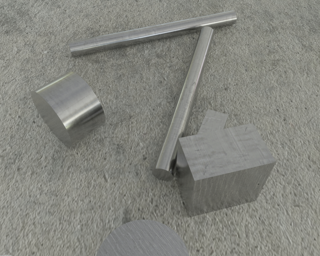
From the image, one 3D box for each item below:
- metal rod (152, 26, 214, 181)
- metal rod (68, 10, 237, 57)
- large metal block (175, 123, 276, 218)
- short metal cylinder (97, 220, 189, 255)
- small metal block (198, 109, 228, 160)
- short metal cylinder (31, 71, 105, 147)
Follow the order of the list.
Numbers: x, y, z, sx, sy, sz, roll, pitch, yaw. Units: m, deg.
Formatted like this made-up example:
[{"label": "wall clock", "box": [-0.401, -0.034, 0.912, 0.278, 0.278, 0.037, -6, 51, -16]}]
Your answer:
[{"label": "metal rod", "box": [0.043, -0.057, 0.451, 0.025, 0.025, 0.300, 12, 51, 10]}, {"label": "metal rod", "box": [-0.006, -0.168, 0.543, 0.302, 0.025, 0.025, -15, 52, -13]}, {"label": "large metal block", "box": [0.064, 0.046, 0.329, 0.081, 0.080, 0.050, -11, 51, -9]}, {"label": "short metal cylinder", "box": [-0.015, 0.130, 0.277, 0.081, 0.050, 0.080, 0, 50, 0]}, {"label": "small metal block", "box": [0.060, 0.014, 0.376, 0.025, 0.050, 0.050, 17, 52, 14]}, {"label": "short metal cylinder", "box": [-0.114, -0.023, 0.386, 0.080, 0.080, 0.050, 37, 59, 27]}]
